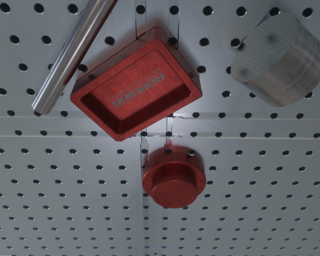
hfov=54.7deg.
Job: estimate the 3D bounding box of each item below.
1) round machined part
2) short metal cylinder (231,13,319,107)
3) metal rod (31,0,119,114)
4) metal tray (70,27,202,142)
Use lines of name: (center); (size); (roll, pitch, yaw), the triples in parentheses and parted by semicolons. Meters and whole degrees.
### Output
round machined part: (0.022, 0.086, 0.474); (0.099, 0.042, 0.097); (0, 130, 0)
short metal cylinder: (0.120, -0.068, 0.318); (0.050, 0.080, 0.080); (31, 124, -23)
metal rod: (-0.061, -0.119, 0.309); (0.025, 0.025, 0.299); (28, 125, -22)
metal tray: (-0.028, -0.045, 0.369); (0.130, 0.030, 0.090); (-29, 125, 22)
